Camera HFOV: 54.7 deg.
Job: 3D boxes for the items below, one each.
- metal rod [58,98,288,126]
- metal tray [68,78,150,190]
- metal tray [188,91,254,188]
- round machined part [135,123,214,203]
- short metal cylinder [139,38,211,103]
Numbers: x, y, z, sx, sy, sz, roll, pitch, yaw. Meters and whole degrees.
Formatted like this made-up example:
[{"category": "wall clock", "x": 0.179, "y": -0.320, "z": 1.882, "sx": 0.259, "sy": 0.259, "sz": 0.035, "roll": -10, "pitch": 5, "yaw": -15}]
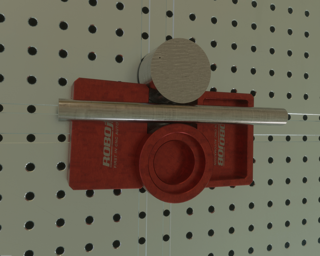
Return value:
[{"category": "metal rod", "x": 0.032, "y": -0.018, "z": 0.388, "sx": 0.303, "sy": 0.025, "sz": 0.025, "roll": 1, "pitch": 90, "yaw": -20}, {"category": "metal tray", "x": -0.063, "y": 0.008, "z": 0.382, "sx": 0.091, "sy": 0.030, "sz": 0.129, "roll": 3, "pitch": 89, "yaw": -20}, {"category": "metal tray", "x": 0.086, "y": 0.016, "z": 0.437, "sx": 0.091, "sy": 0.030, "sz": 0.129, "roll": 1, "pitch": 90, "yaw": -20}, {"category": "round machined part", "x": 0.015, "y": 0.043, "z": 0.396, "sx": 0.099, "sy": 0.042, "sz": 0.097, "roll": 0, "pitch": 90, "yaw": -20}, {"category": "short metal cylinder", "x": 0.018, "y": -0.070, "z": 0.402, "sx": 0.081, "sy": 0.050, "sz": 0.079, "roll": 0, "pitch": 90, "yaw": -20}]
